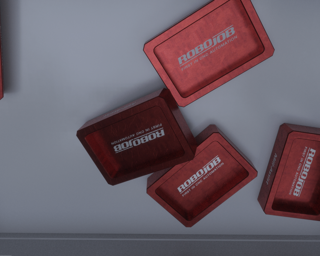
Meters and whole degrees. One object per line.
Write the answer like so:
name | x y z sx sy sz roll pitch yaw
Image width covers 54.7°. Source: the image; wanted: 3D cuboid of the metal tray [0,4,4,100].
metal tray | -0.231 -0.097 0.352 0.091 0.030 0.129 -2 113 -24

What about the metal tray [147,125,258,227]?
metal tray | 0.056 0.069 0.434 0.130 0.030 0.090 -42 105 14

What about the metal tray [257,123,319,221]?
metal tray | 0.200 0.064 0.433 0.091 0.030 0.129 8 110 -3

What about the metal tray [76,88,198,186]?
metal tray | -0.030 0.015 0.396 0.130 0.030 0.090 -21 109 22

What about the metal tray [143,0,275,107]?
metal tray | 0.057 -0.096 0.373 0.130 0.030 0.090 -30 108 10
